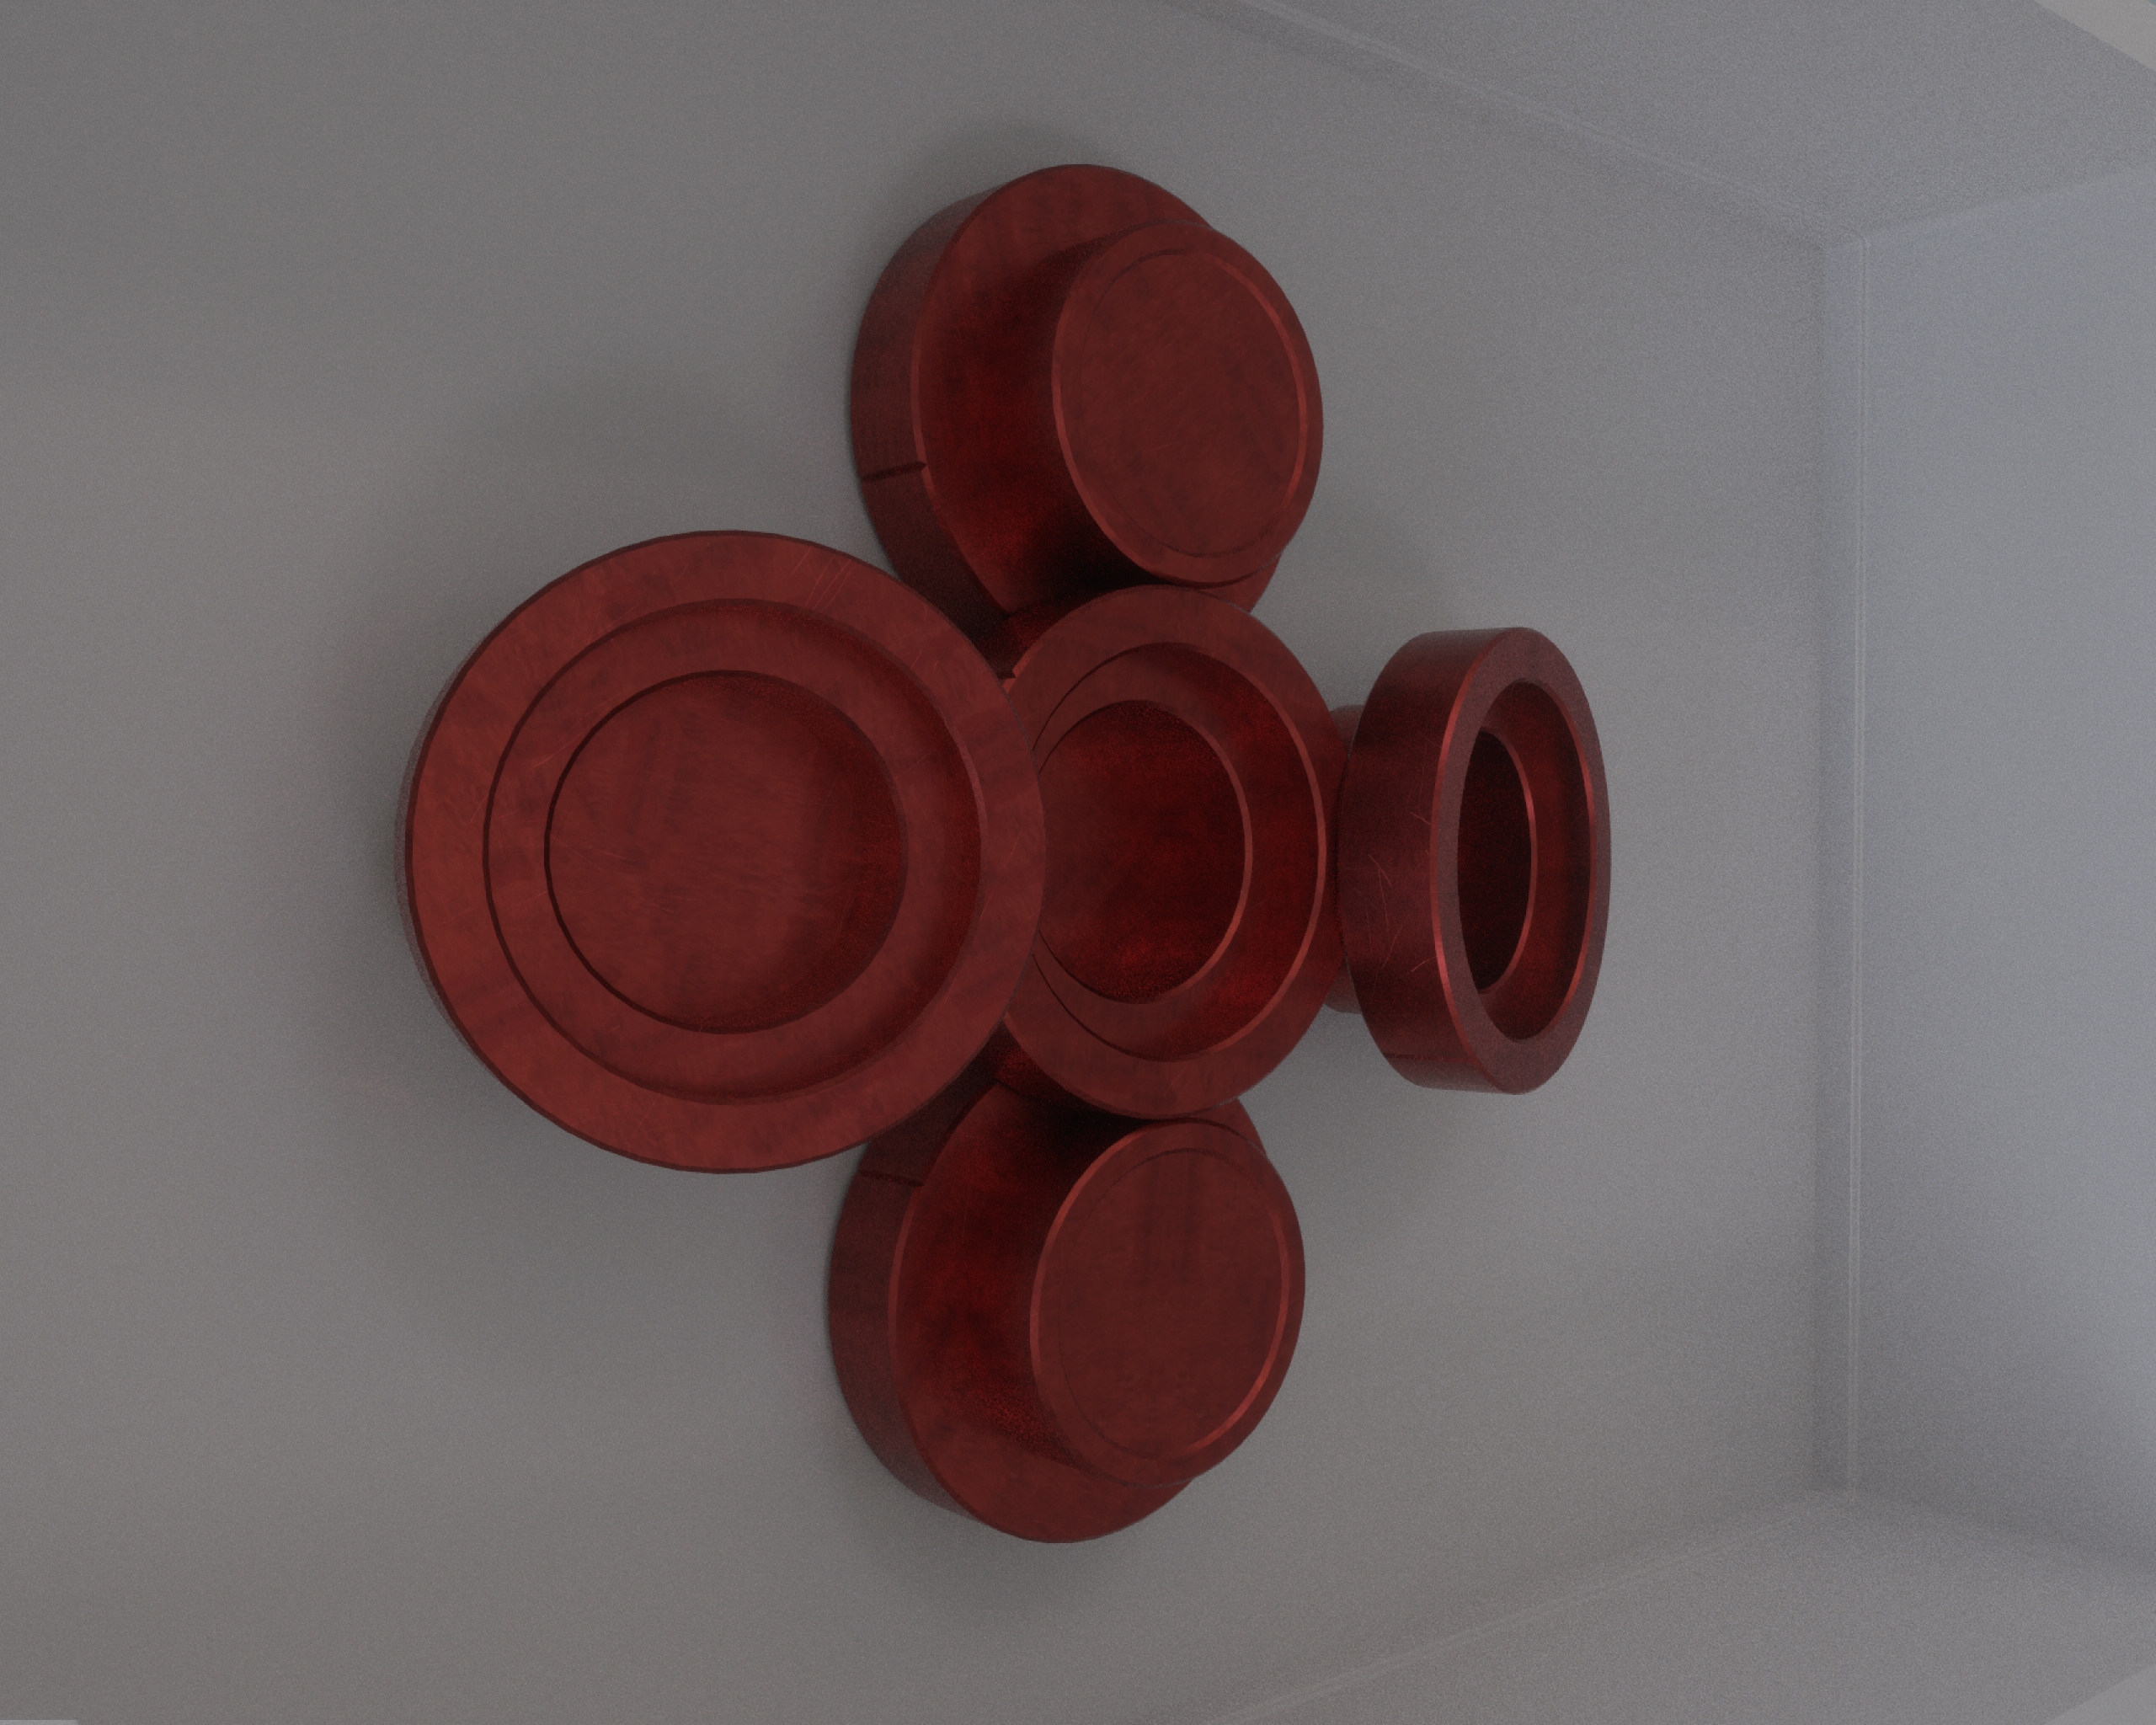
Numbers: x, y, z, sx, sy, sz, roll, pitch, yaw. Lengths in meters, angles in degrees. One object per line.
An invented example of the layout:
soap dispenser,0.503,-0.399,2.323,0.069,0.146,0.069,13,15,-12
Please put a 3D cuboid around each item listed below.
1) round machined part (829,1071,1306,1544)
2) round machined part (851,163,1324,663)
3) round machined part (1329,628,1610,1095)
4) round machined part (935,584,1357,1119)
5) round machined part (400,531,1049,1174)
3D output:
round machined part,0.005,0.080,0.398,0.099,0.042,0.097,0,90,-40
round machined part,0.009,-0.085,0.400,0.099,0.042,0.097,0,90,-40
round machined part,0.077,0.000,0.447,0.099,0.042,0.097,-1,91,-56
round machined part,0.005,-0.002,0.396,0.099,0.042,0.097,0,90,-40
round machined part,-0.058,-0.002,0.334,0.099,0.042,0.097,0,90,-23
